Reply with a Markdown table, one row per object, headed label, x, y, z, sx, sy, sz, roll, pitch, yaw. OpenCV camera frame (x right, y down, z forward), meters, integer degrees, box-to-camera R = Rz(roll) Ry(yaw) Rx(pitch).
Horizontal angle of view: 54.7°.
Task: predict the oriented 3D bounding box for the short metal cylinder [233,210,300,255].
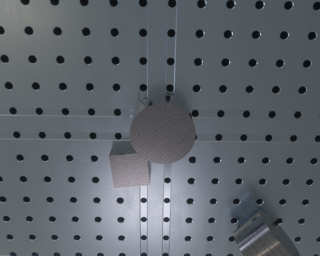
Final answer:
| label | x | y | z | sx | sy | sz | roll | pitch | yaw |
| --- | --- | --- | --- | --- | --- | --- | --- | --- | --- |
| short metal cylinder | 0.152 | 0.166 | 0.447 | 0.080 | 0.080 | 0.050 | 42 | 105 | -14 |

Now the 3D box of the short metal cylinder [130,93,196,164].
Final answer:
| label | x | y | z | sx | sy | sz | roll | pitch | yaw |
| --- | --- | --- | --- | --- | --- | --- | --- | --- | --- |
| short metal cylinder | 0.003 | 0.000 | 0.400 | 0.081 | 0.050 | 0.079 | 0 | 110 | 0 |

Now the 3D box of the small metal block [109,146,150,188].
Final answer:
| label | x | y | z | sx | sy | sz | roll | pitch | yaw |
| --- | --- | --- | --- | --- | --- | --- | --- | --- | --- |
| small metal block | -0.041 | 0.054 | 0.433 | 0.050 | 0.025 | 0.050 | -5 | 110 | 1 |
